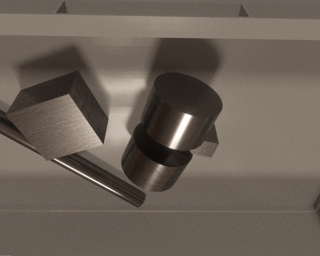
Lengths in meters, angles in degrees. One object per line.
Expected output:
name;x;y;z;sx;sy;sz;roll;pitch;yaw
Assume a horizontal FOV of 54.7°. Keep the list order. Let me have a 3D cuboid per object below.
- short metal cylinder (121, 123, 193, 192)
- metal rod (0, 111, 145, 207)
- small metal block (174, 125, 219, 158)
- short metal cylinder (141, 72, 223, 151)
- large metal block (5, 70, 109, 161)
short metal cylinder;-0.004;0.035;0.403;0.081;0.080;0.050;17;128;-14
metal rod;-0.141;0.040;0.441;0.301;0.025;0.025;36;121;-27
small metal block;0.044;0.008;0.400;0.050;0.050;0.025;12;129;-10
short metal cylinder;0.024;-0.020;0.356;0.081;0.080;0.050;14;129;-12
large metal block;-0.121;-0.013;0.380;0.080;0.050;0.080;-16;129;13
